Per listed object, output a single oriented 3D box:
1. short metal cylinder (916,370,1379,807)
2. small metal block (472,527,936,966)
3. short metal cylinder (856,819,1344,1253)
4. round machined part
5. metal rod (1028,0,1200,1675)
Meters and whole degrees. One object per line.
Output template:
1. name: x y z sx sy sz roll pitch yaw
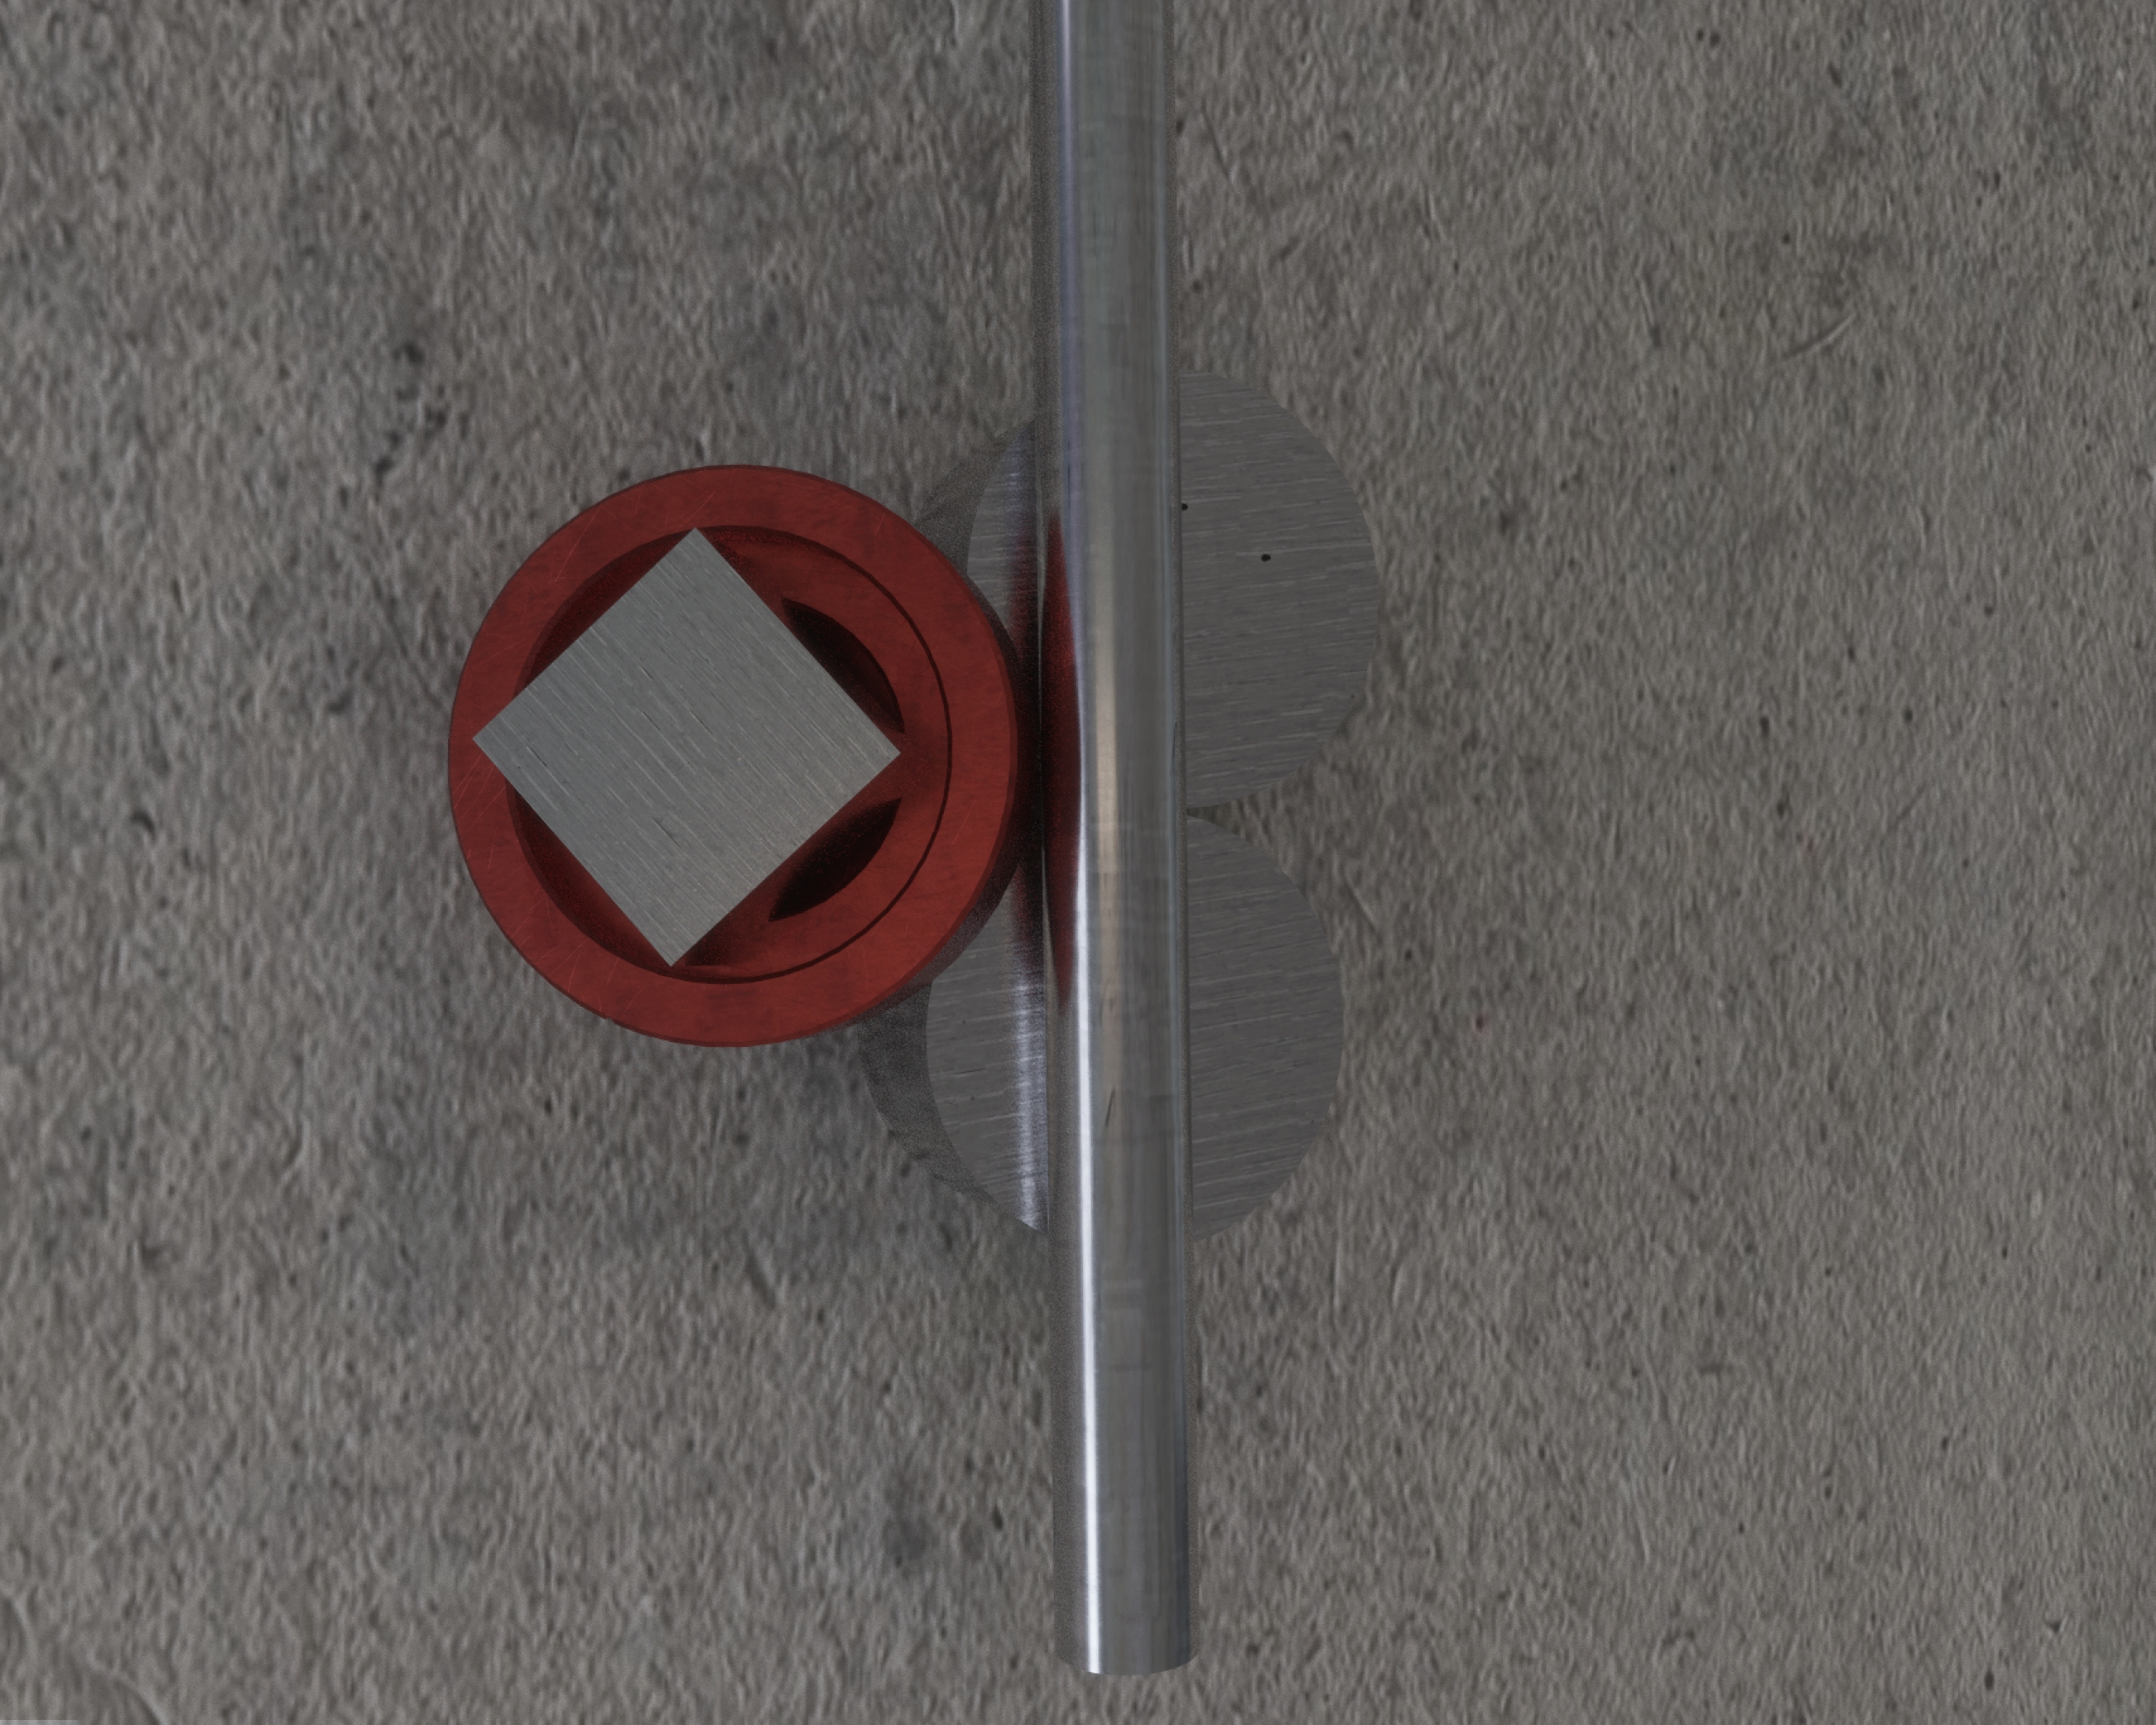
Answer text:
1. short metal cylinder: 0.010 -0.050 0.401 0.081 0.050 0.079 0 90 -20
2. small metal block: -0.061 -0.018 0.345 0.050 0.025 0.050 -43 82 4
3. short metal cylinder: 0.003 0.030 0.398 0.081 0.050 0.080 0 89 -20
4. round machined part: -0.055 -0.017 0.367 0.098 0.042 0.097 0 88 9
5. metal rod: 0.006 -0.014 0.360 0.025 0.025 0.298 -1 90 -20
